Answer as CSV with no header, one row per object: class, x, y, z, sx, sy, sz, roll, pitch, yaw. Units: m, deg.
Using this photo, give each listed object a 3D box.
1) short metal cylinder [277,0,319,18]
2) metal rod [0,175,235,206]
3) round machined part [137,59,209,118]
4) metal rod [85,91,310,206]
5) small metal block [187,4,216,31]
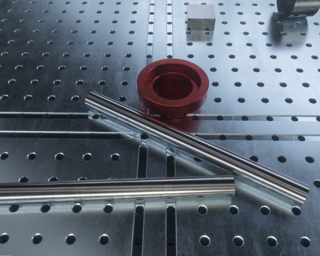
short metal cylinder,0.262,-0.250,0.584,0.050,0.080,0.080,-5,50,-4
metal rod,-0.069,0.070,0.347,0.302,0.025,0.025,-2,50,-2
round machined part,0.018,-0.052,0.440,0.099,0.042,0.098,0,50,0
metal rod,0.031,0.017,0.392,0.301,0.025,0.025,24,54,19
small metal block,0.076,-0.208,0.583,0.050,0.025,0.050,1,50,1
